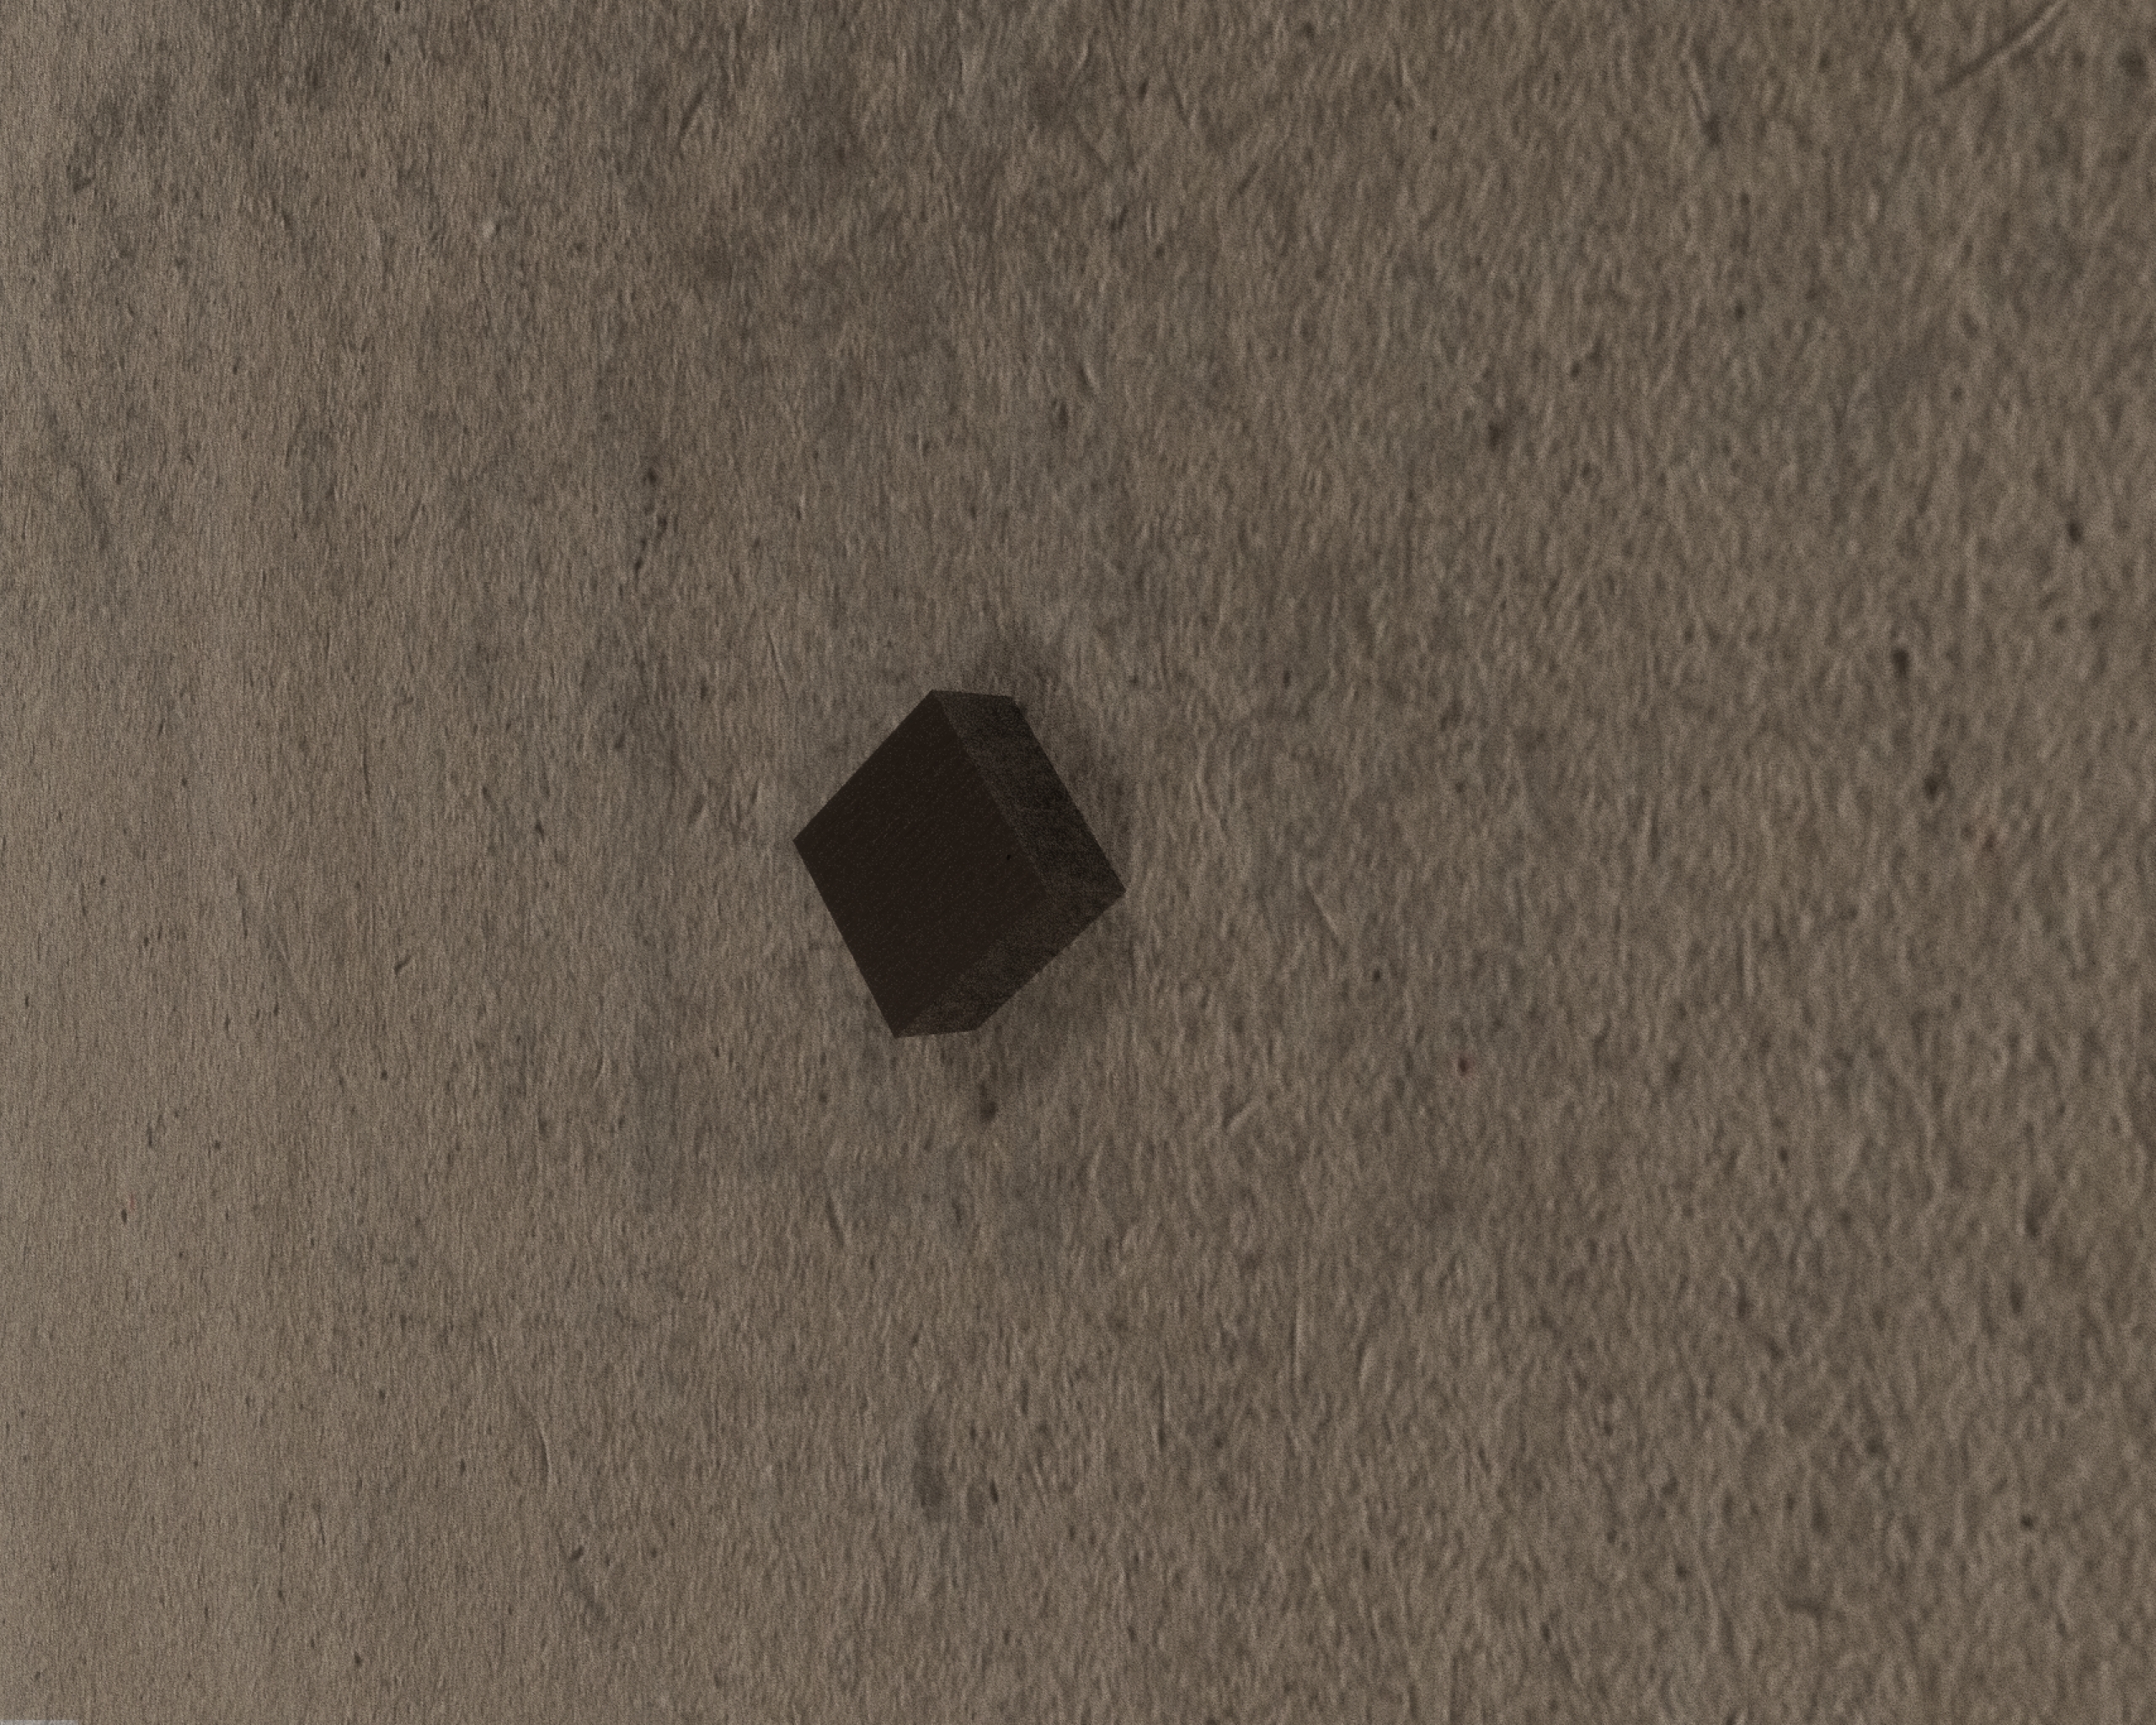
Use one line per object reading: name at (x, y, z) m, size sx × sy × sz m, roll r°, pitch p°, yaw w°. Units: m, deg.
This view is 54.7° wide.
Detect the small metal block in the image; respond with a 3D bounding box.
small metal block at (-0.025, 0.001, 0.425) m, size 0.050 × 0.025 × 0.050 m, roll -44°, pitch 64°, yaw 31°
